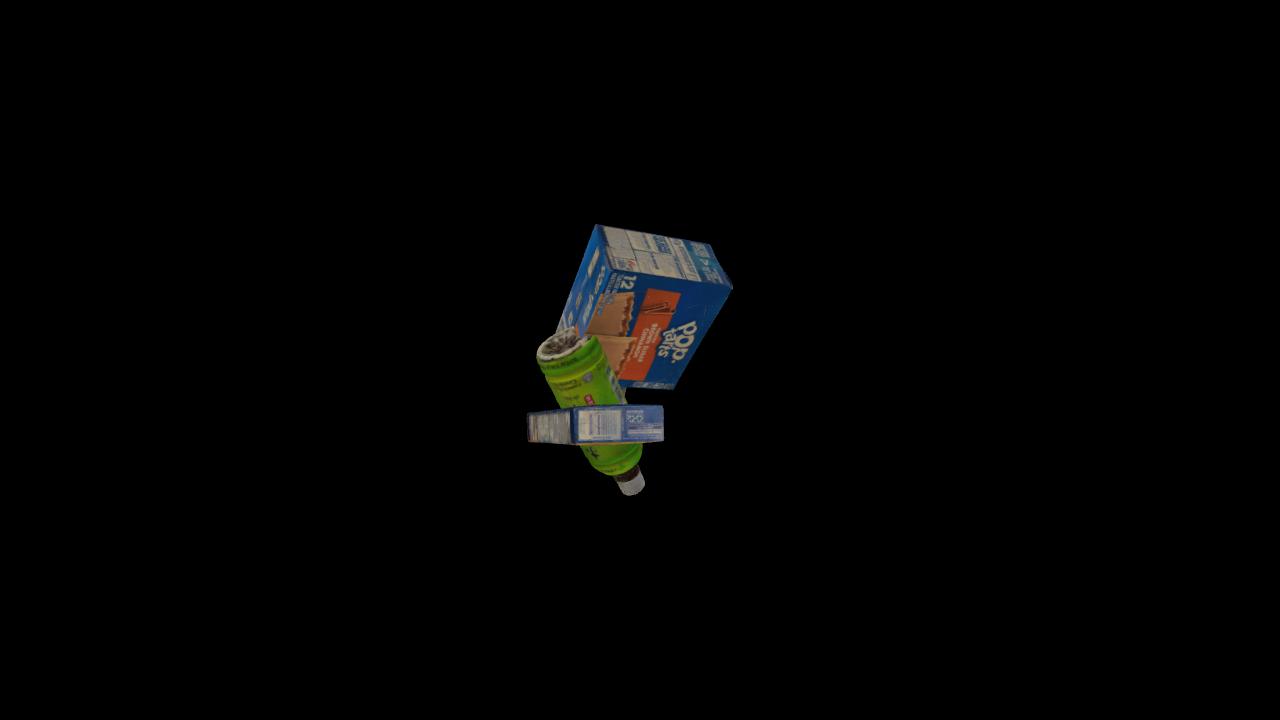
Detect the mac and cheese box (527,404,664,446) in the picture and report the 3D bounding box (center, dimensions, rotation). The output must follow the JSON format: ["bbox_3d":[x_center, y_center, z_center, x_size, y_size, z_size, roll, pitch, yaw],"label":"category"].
[{"bbox_3d":[-0.055,0.070,0.658,0.093,0.041,0.184,-1,-6,-23],"label":"mac and cheese box"}]

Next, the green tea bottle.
[{"bbox_3d":[-0.043,0.066,0.691,0.073,0.212,0.073,-20,26,10],"label":"green tea bottle"}]

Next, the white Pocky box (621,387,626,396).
[{"bbox_3d":[-0.048,0.004,0.759,0.028,0.154,0.084,-22,50,-35],"label":"white Pocky box"}]

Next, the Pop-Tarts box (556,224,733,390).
[{"bbox_3d":[-0.003,-0.051,0.685,0.141,0.083,0.167,5,-44,-25],"label":"Pop-Tarts box"}]
